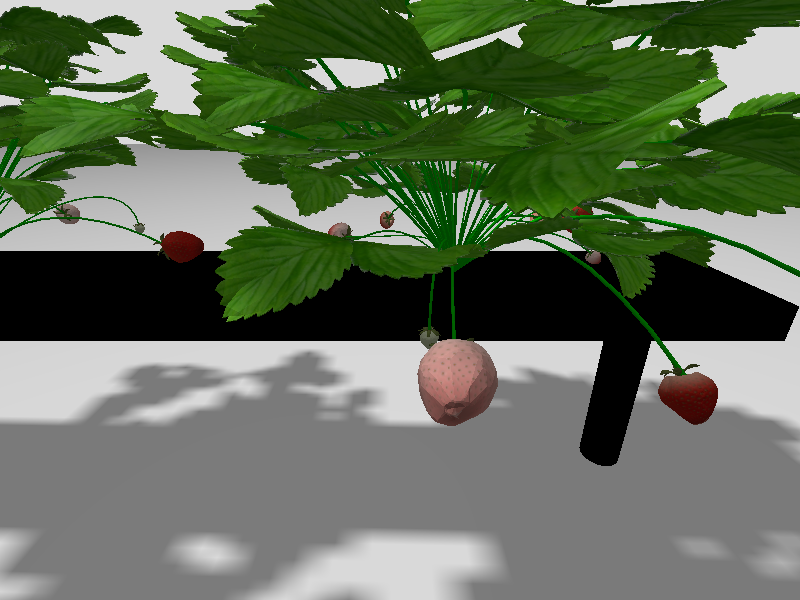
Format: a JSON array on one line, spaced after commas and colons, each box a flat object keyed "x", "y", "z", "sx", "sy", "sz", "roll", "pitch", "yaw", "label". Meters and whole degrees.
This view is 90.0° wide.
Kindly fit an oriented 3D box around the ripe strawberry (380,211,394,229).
[{"x": -0.018, "y": -0.104, "z": 0.521, "sx": 0.019, "sy": 0.022, "sz": 0.021, "roll": -9, "pitch": -1, "yaw": -20, "label": "ripe strawberry"}]

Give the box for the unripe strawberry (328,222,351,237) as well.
[{"x": -0.067, "y": -0.072, "z": 0.439, "sx": 0.026, "sy": 0.027, "sz": 0.024, "roll": 15, "pitch": 27, "yaw": 32, "label": "unripe strawberry"}]

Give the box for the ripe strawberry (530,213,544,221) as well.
[{"x": 0.182, "y": -0.103, "z": 0.517, "sx": 0.025, "sy": 0.027, "sz": 0.027, "roll": 17, "pitch": 28, "yaw": 35, "label": "ripe strawberry"}]

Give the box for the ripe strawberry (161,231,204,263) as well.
[{"x": -0.209, "y": -0.052, "z": 0.387, "sx": 0.035, "sy": 0.030, "sz": 0.035, "roll": -3, "pitch": 23, "yaw": -7, "label": "ripe strawberry"}]

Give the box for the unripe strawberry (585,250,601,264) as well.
[{"x": 0.187, "y": -0.041, "z": 0.385, "sx": 0.015, "sy": 0.013, "sz": 0.015, "roll": 37, "pitch": 13, "yaw": -21, "label": "unripe strawberry"}]

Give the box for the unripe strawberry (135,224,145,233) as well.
[{"x": -0.312, "y": -0.085, "z": 0.481, "sx": 0.010, "sy": 0.011, "sz": 0.011, "roll": 15, "pitch": 27, "yaw": 32, "label": "unripe strawberry"}]

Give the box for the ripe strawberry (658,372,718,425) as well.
[{"x": 0.130, "y": 0.044, "z": 0.179, "sx": 0.021, "sy": 0.023, "sz": 0.022, "roll": -9, "pitch": -15, "yaw": -20, "label": "ripe strawberry"}]

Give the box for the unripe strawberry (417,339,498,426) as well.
[{"x": 0.025, "y": 0.038, "z": 0.175, "sx": 0.036, "sy": 0.038, "sz": 0.038, "roll": 3, "pitch": 24, "yaw": 7, "label": "unripe strawberry"}]

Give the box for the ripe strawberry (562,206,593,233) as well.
[{"x": 0.226, "y": -0.105, "z": 0.508, "sx": 0.040, "sy": 0.039, "sz": 0.037, "roll": -19, "pitch": 29, "yaw": -38, "label": "ripe strawberry"}]

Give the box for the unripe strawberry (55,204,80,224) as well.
[{"x": -0.455, "y": -0.118, "z": 0.551, "sx": 0.027, "sy": 0.028, "sz": 0.029, "roll": -6, "pitch": 12, "yaw": -14, "label": "unripe strawberry"}]

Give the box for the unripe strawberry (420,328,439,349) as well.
[{"x": 0.017, "y": 0.022, "z": 0.229, "sx": 0.011, "sy": 0.011, "sz": 0.011, "roll": 5, "pitch": 24, "yaw": 12, "label": "unripe strawberry"}]
